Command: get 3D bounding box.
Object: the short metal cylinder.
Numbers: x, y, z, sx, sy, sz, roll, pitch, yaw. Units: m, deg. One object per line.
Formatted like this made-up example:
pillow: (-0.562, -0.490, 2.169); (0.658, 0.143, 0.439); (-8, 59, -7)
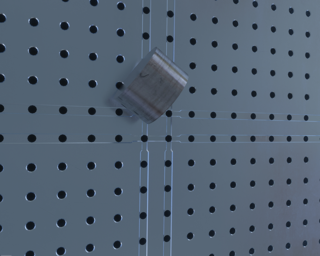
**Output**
short metal cylinder: (-0.011, -0.051, 0.379); (0.050, 0.080, 0.080); (39, 78, -16)
